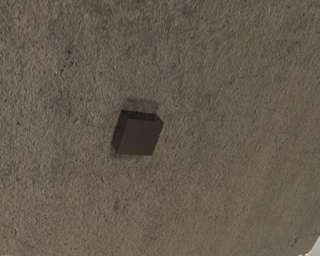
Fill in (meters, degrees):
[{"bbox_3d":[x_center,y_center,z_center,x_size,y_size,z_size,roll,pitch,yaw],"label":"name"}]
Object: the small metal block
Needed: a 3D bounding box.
[{"bbox_3d":[-0.029,0.007,0.397,0.050,0.025,0.050,6,116,-32],"label":"small metal block"}]
